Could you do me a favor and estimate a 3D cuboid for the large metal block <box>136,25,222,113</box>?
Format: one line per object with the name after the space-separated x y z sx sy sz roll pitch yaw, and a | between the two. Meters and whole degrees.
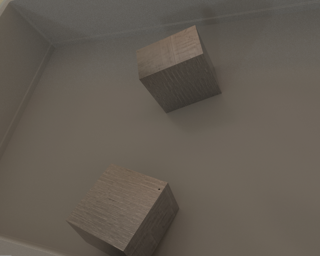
0.025 -0.072 0.400 0.080 0.080 0.050 -19 55 16 | large metal block

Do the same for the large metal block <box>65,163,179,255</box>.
-0.038 0.094 0.337 0.080 0.050 0.080 13 51 33 | large metal block

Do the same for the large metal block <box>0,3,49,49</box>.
-0.313 -0.230 0.694 0.080 0.050 0.080 19 71 35 | large metal block
